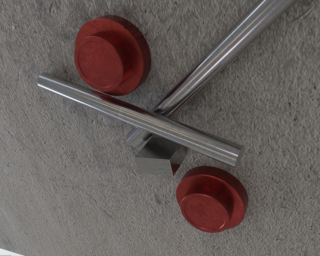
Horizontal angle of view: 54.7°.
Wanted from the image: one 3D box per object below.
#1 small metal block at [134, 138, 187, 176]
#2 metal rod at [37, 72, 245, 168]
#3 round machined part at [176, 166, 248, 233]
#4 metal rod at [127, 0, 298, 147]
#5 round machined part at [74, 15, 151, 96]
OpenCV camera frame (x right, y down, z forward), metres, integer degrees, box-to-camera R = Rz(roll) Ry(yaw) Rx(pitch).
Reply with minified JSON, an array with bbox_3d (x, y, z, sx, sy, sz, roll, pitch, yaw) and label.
[{"bbox_3d":[0.002,0.037,0.412,0.050,0.050,0.025,1,119,27],"label":"small metal block"},{"bbox_3d":[-0.042,-0.019,0.390,0.300,0.025,0.025,22,127,25],"label":"metal rod"},{"bbox_3d":[0.067,0.104,0.425,0.098,0.042,0.097,13,124,21],"label":"round machined part"},{"bbox_3d":[0.049,-0.063,0.341,0.025,0.025,0.299,45,129,-3],"label":"metal rod"},{"bbox_3d":[-0.064,-0.083,0.378,0.098,0.042,0.097,13,124,21],"label":"round machined part"}]
